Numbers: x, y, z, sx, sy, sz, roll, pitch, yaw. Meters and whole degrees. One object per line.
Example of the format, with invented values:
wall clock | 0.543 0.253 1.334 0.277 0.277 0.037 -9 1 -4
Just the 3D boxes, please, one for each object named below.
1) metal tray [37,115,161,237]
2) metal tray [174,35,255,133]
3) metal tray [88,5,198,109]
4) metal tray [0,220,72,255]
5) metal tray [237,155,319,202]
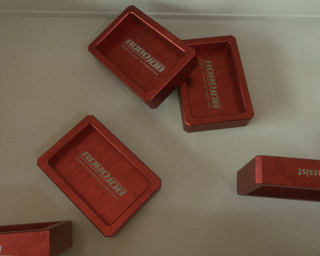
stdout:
metal tray | -0.074 0.057 0.384 0.130 0.030 0.090 42 75 13
metal tray | 0.070 -0.063 0.430 0.091 0.030 0.129 -6 70 -3
metal tray | -0.025 -0.099 0.422 0.090 0.030 0.130 -46 67 -3
metal tray | -0.169 0.122 0.326 0.131 0.090 0.030 -4 79 -2
metal tray | 0.163 0.062 0.354 0.131 0.090 0.030 5 70 1
